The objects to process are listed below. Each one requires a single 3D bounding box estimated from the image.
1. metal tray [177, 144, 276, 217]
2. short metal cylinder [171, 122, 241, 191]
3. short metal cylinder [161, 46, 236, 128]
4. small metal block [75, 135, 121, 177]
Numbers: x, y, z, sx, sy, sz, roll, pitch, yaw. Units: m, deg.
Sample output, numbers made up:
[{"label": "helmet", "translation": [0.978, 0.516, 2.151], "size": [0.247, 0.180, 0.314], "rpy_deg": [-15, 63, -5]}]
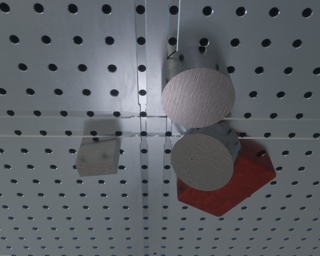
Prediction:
[{"label": "metal tray", "translation": [0.099, 0.081, 0.479], "size": [0.090, 0.030, 0.129], "rpy_deg": [27, 125, -22]}, {"label": "short metal cylinder", "translation": [0.061, 0.034, 0.404], "size": [0.080, 0.050, 0.079], "rpy_deg": [9, 115, 21]}, {"label": "short metal cylinder", "translation": [0.042, -0.046, 0.356], "size": [0.081, 0.050, 0.079], "rpy_deg": [0, 130, 0]}, {"label": "small metal block", "translation": [-0.084, 0.038, 0.427], "size": [0.050, 0.050, 0.025], "rpy_deg": [-5, 130, 4]}]
